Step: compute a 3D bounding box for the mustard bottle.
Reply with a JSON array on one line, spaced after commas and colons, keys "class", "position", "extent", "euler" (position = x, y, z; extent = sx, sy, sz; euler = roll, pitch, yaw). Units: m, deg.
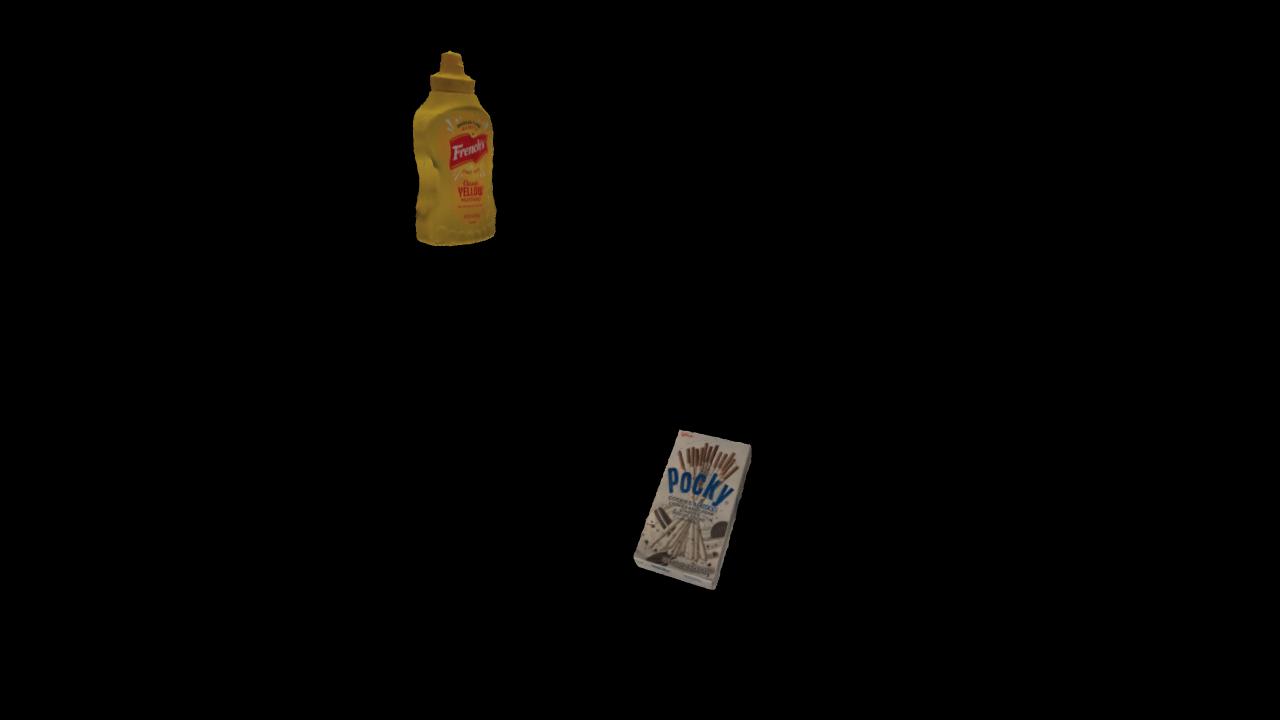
[{"class": "mustard bottle", "position": [-0.190, -0.214, 0.629], "extent": [0.054, 0.184, 0.092], "euler": [22, 28, 35]}]

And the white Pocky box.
[{"class": "white Pocky box", "position": [0.058, 0.149, 0.635], "extent": [0.084, 0.154, 0.028], "euler": [11, -35, 19]}]
